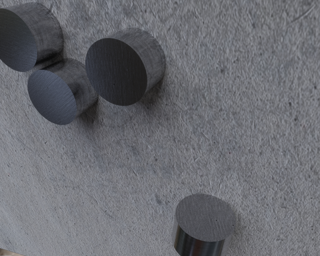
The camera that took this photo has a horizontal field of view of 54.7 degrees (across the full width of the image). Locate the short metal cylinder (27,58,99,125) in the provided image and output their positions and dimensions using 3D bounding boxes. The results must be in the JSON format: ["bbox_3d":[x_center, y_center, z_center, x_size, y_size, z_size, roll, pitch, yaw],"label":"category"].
[{"bbox_3d":[-0.133,-0.051,0.430,0.080,0.050,0.079,13,124,21],"label":"short metal cylinder"}]

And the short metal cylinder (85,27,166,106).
[{"bbox_3d":[-0.040,-0.073,0.367,0.080,0.050,0.079,13,124,21],"label":"short metal cylinder"}]

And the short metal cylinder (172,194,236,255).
[{"bbox_3d":[0.059,0.137,0.425,0.080,0.080,0.050,18,125,18],"label":"short metal cylinder"}]

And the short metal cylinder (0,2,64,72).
[{"bbox_3d":[-0.176,-0.121,0.409,0.080,0.050,0.079,13,124,21],"label":"short metal cylinder"}]
